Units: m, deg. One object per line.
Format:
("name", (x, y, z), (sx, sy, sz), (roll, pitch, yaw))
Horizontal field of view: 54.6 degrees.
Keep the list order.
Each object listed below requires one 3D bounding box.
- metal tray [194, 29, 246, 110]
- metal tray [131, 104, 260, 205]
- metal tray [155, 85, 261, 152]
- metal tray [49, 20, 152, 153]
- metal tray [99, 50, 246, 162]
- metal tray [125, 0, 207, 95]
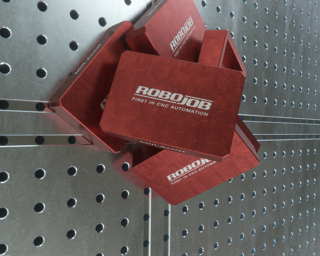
("metal tray", (0.090, -0.070, 0.448), (0.130, 0.030, 0.090), (33, 68, -59))
("metal tray", (0.042, 0.038, 0.381), (0.090, 0.130, 0.030), (46, 24, -30))
("metal tray", (0.065, -0.003, 0.418), (0.130, 0.090, 0.030), (46, 63, -31))
("metal tray", (-0.052, -0.048, 0.361), (0.090, 0.030, 0.130), (47, 62, -31))
("metal tray", (0.013, -0.024, 0.321), (0.030, 0.130, 0.090), (67, 37, -75))
("metal tray", (0.018, -0.114, 0.395), (0.090, 0.030, 0.130), (56, 44, -29))
